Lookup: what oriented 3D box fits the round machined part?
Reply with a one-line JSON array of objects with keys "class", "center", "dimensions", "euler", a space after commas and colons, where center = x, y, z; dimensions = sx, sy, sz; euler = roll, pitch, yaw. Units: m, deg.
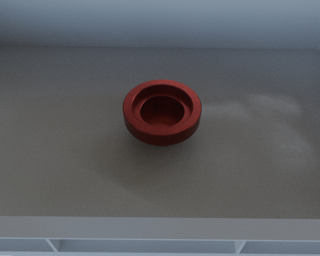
[{"class": "round machined part", "center": [0.003, -0.015, 0.402], "dimensions": [0.099, 0.042, 0.098], "euler": [0, 50, 0]}]
